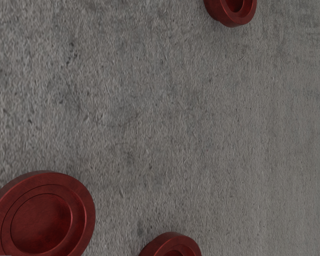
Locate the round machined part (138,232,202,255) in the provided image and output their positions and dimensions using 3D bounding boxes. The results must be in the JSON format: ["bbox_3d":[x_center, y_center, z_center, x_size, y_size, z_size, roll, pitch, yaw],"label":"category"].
[{"bbox_3d":[0.006,0.183,0.399,0.099,0.042,0.097,0,90,-40],"label":"round machined part"}]

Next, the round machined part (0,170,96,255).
[{"bbox_3d":[-0.116,0.089,0.297,0.099,0.042,0.097,0,90,-40],"label":"round machined part"}]

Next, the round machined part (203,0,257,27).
[{"bbox_3d":[0.105,-0.205,0.481,0.099,0.042,0.097,0,90,-40],"label":"round machined part"}]
